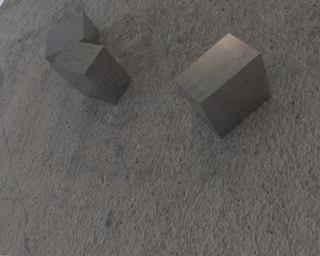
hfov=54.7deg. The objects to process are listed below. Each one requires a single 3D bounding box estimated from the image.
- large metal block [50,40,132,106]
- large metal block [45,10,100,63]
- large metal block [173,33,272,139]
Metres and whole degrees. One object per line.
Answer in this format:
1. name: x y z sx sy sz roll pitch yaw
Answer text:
1. large metal block: -0.104 -0.085 0.475 0.080 0.080 0.050 19 72 35
2. large metal block: -0.158 -0.155 0.566 0.080 0.050 0.080 -22 54 15
3. large metal block: 0.075 -0.046 0.357 0.080 0.080 0.050 -41 51 1
